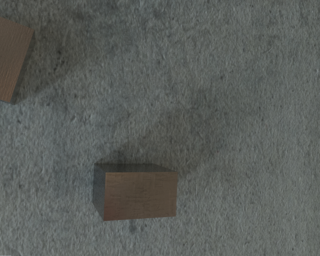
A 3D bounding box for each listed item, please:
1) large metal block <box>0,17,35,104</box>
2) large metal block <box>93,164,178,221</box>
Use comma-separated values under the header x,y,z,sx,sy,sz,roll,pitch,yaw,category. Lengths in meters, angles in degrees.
x,y,z,sx,sy,sz,roll,pitch,yaw,category
-0.186,-0.076,0.327,0.081,0.050,0.080,18,84,-20,large metal block
-0.033,0.072,0.369,0.081,0.080,0.050,3,89,-20,large metal block
